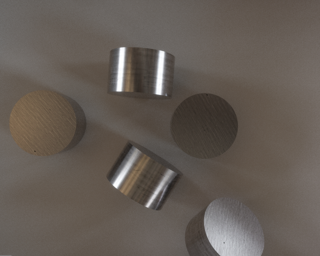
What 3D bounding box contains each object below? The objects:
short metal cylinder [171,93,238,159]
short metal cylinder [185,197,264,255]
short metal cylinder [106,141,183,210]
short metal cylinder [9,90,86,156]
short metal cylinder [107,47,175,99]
[{"bbox_3d":[0.054,-0.002,0.399,0.081,0.050,0.080,0,90,0],"label":"short metal cylinder"},{"bbox_3d":[0.078,0.133,0.379,0.081,0.050,0.080,14,48,-17],"label":"short metal cylinder"},{"bbox_3d":[-0.019,0.057,0.384,0.080,0.080,0.050,32,90,0],"label":"short metal cylinder"},{"bbox_3d":[-0.141,-0.006,0.398,0.081,0.050,0.080,0,90,0],"label":"short metal cylinder"},{"bbox_3d":[-0.023,-0.065,0.384,0.080,0.080,0.050,4,90,0],"label":"short metal cylinder"}]
